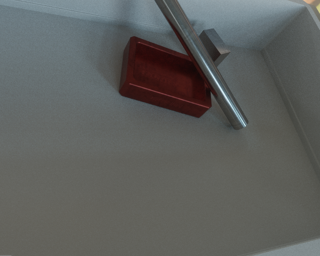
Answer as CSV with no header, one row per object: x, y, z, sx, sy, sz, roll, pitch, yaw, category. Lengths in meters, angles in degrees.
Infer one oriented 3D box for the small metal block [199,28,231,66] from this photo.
0.081,-0.127,0.513,0.025,0.050,0.050,-22,74,-36,small metal block

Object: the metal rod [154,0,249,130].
0.042,-0.117,0.422,0.299,0.025,0.025,54,47,-22,metal rod

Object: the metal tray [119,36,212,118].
0.010,-0.074,0.454,0.131,0.030,0.090,15,56,-20,metal tray
